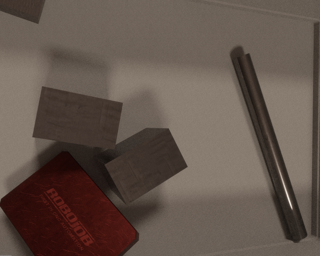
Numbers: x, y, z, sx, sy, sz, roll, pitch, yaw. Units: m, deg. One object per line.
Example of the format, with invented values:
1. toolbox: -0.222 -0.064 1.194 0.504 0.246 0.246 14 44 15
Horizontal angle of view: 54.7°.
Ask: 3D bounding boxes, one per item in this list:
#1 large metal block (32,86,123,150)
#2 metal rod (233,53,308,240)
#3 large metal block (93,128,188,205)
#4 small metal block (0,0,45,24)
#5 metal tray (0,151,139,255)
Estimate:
1. large metal block: -0.094 -0.009 0.347 0.081 0.080 0.050 11 87 -20
2. metal rod: 0.171 0.033 0.475 0.025 0.025 0.298 -23 98 -19
3. large metal block: -0.027 0.041 0.372 0.080 0.080 0.050 -29 100 -18
4. small metal block: -0.158 -0.154 0.352 0.050 0.025 0.050 16 85 -21
5. metal tray: -0.098 0.100 0.337 0.090 0.030 0.130 -40 70 -16
